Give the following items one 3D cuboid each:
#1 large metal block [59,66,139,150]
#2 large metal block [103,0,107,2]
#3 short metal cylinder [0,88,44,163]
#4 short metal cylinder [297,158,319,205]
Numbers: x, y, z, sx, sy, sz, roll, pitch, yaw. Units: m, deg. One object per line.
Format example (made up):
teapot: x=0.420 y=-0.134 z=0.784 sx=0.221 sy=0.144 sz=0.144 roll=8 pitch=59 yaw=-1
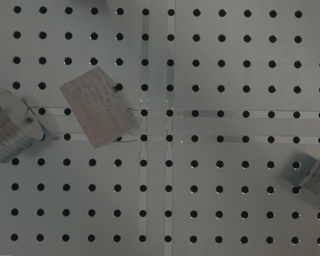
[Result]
large metal block: x=-0.071 y=-0.023 z=0.385 sx=0.050 sy=0.080 sz=0.080 roll=-30 pitch=90 yaw=0
large metal block: x=-0.101 y=-0.211 z=0.385 sx=0.080 sy=0.080 sz=0.050 roll=22 pitch=90 yaw=0
short metal cylinder: x=-0.193 y=-0.003 z=0.384 sx=0.050 sy=0.080 sz=0.080 roll=-36 pitch=90 yaw=0
short metal cylinder: x=0.223 y=0.078 z=0.387 sx=0.080 sy=0.080 sz=0.050 roll=38 pitch=90 yaw=0
